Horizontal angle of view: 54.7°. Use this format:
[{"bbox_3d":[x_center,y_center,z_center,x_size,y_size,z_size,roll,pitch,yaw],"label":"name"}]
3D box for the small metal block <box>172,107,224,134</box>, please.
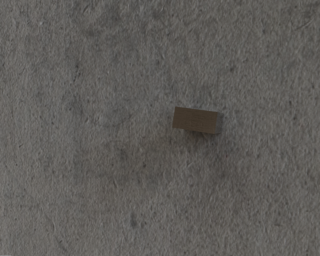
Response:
[{"bbox_3d":[0.048,-0.009,0.378,0.050,0.050,0.025,9,93,19],"label":"small metal block"}]
